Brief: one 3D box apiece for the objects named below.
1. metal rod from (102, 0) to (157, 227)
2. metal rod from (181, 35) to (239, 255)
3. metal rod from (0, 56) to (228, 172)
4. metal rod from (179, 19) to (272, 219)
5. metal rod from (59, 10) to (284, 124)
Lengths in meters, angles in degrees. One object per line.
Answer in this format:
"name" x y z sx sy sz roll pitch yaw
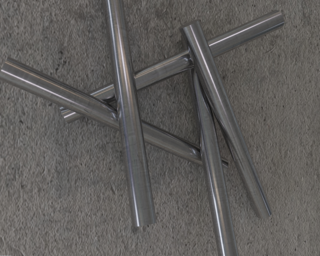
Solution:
"metal rod" -0.039 -0.045 0.351 0.025 0.025 0.299 -4 75 -20
"metal rod" 0.063 0.019 0.402 0.025 0.025 0.298 -6 81 -20
"metal rod" -0.033 -0.002 0.373 0.302 0.025 0.025 25 82 -27
"metal rod" 0.095 0.005 0.410 0.025 0.025 0.299 -34 114 -17
"metal rod" 0.021 -0.080 0.389 0.302 0.025 0.025 -25 99 -8
